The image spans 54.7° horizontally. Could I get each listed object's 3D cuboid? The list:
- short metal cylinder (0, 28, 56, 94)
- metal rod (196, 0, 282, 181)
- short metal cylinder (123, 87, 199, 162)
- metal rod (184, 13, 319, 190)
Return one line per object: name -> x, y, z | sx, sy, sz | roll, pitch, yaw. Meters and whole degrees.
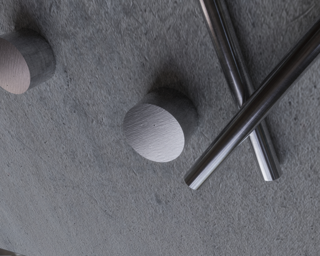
short metal cylinder -> -0.196, -0.094, 0.436 | 0.080, 0.050, 0.079 | 13, 124, 21
metal rod -> 0.074, -0.073, 0.322 | 0.025, 0.025, 0.299 | -12, 112, 33
short metal cylinder -> 0.002, -0.004, 0.387 | 0.080, 0.050, 0.079 | 13, 124, 21
metal rod -> 0.112, -0.041, 0.297 | 0.025, 0.025, 0.298 | 36, 121, 4
